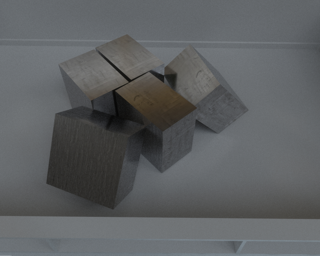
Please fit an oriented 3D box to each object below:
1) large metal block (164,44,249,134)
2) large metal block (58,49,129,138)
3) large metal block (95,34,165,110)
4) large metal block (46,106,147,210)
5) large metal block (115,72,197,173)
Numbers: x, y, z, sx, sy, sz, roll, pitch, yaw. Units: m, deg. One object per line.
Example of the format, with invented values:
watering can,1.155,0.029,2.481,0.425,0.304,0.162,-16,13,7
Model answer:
large metal block,0.058,-0.049,0.401,0.050,0.080,0.080,-41,51,18
large metal block,-0.081,-0.041,0.401,0.050,0.080,0.080,-31,57,-23
large metal block,-0.039,-0.067,0.423,0.050,0.080,0.080,-32,57,-24
large metal block,-0.068,0.029,0.334,0.080,0.079,0.050,17,17,13
large metal block,-0.005,-0.006,0.372,0.050,0.080,0.080,-34,58,-25
